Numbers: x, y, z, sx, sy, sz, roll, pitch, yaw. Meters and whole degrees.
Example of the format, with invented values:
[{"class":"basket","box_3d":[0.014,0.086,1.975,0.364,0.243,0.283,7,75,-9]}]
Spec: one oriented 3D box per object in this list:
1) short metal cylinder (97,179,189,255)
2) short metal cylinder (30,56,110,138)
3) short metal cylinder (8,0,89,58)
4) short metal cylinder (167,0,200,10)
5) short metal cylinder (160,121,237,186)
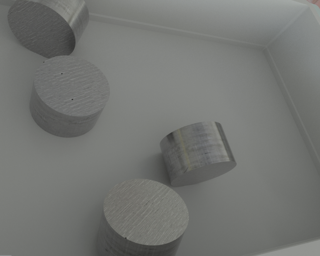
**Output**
[{"class":"short metal cylinder","box_3d":[-0.018,0.095,0.301,0.081,0.050,0.080,11,31,-6]},{"class":"short metal cylinder","box_3d":[-0.104,-0.036,0.355,0.081,0.050,0.080,14,56,-21]},{"class":"short metal cylinder","box_3d":[-0.134,-0.133,0.379,0.080,0.080,0.050,24,53,-14]},{"class":"short metal cylinder","box_3d":[0.047,-0.270,0.582,0.081,0.050,0.080,14,56,-21]},{"class":"short metal cylinder","box_3d":[0.045,0.033,0.374,0.081,0.080,0.050,-3,63,-30]}]
